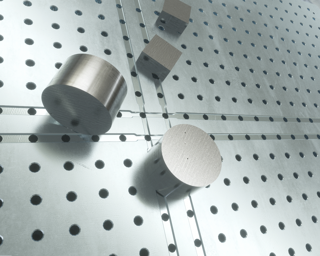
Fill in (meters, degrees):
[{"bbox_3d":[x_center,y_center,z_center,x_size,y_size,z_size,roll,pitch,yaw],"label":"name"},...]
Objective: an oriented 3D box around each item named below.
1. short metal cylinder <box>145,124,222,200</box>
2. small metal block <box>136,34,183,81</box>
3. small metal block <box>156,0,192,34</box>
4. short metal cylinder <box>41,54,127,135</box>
[{"bbox_3d":[0.028,0.042,0.381,0.081,0.050,0.080,14,56,-21],"label":"short metal cylinder"},{"bbox_3d":[0.000,-0.108,0.474,0.050,0.025,0.050,34,51,-6],"label":"small metal block"},{"bbox_3d":[0.025,-0.201,0.544,0.050,0.025,0.050,22,54,-15],"label":"small metal block"},{"bbox_3d":[-0.083,-0.036,0.350,0.080,0.080,0.050,28,52,-11],"label":"short metal cylinder"}]
